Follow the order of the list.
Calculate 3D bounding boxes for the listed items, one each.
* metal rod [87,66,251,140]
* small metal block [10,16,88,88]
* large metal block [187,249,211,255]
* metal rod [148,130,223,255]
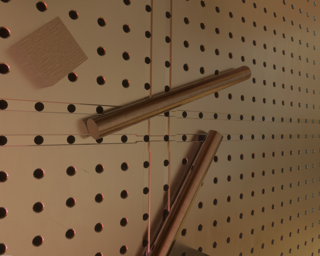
[{"bbox_3d":[0.035,-0.046,0.438,0.302,0.025,0.025,-24,105,-37],"label":"metal rod"},{"bbox_3d":[-0.111,-0.077,0.316,0.050,0.025,0.050,-48,119,-29],"label":"small metal block"},{"bbox_3d":[0.055,0.220,0.420,0.081,0.080,0.050,-24,105,-38],"label":"large metal block"},{"bbox_3d":[0.018,0.131,0.424,0.025,0.025,0.300,44,64,-31],"label":"metal rod"}]
